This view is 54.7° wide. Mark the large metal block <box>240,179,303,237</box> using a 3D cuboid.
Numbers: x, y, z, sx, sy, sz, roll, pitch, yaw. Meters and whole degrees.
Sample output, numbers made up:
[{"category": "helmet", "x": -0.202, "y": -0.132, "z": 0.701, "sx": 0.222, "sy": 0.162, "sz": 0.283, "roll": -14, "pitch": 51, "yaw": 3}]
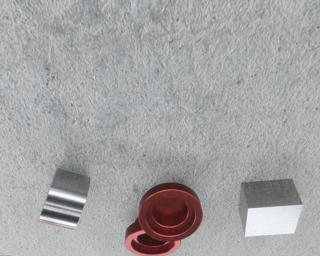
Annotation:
[{"category": "large metal block", "x": 0.176, "y": 0.131, "z": 0.505, "sx": 0.080, "sy": 0.050, "sz": 0.080, "roll": -5, "pitch": 130, "yaw": 4}]

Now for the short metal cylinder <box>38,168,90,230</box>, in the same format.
[{"category": "short metal cylinder", "x": -0.141, "y": 0.104, "z": 0.458, "sx": 0.050, "sy": 0.080, "sz": 0.079, "roll": 20, "pitch": 127, "yaw": -16}]

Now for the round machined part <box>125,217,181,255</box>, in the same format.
[{"category": "round machined part", "x": -0.012, "y": 0.190, "z": 0.557, "sx": 0.099, "sy": 0.042, "sz": 0.097, "roll": -1, "pitch": 131, "yaw": 0}]

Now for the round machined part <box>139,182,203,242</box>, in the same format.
[{"category": "round machined part", "x": 0.016, "y": 0.128, "z": 0.493, "sx": 0.099, "sy": 0.042, "sz": 0.097, "roll": -1, "pitch": 112, "yaw": -2}]
